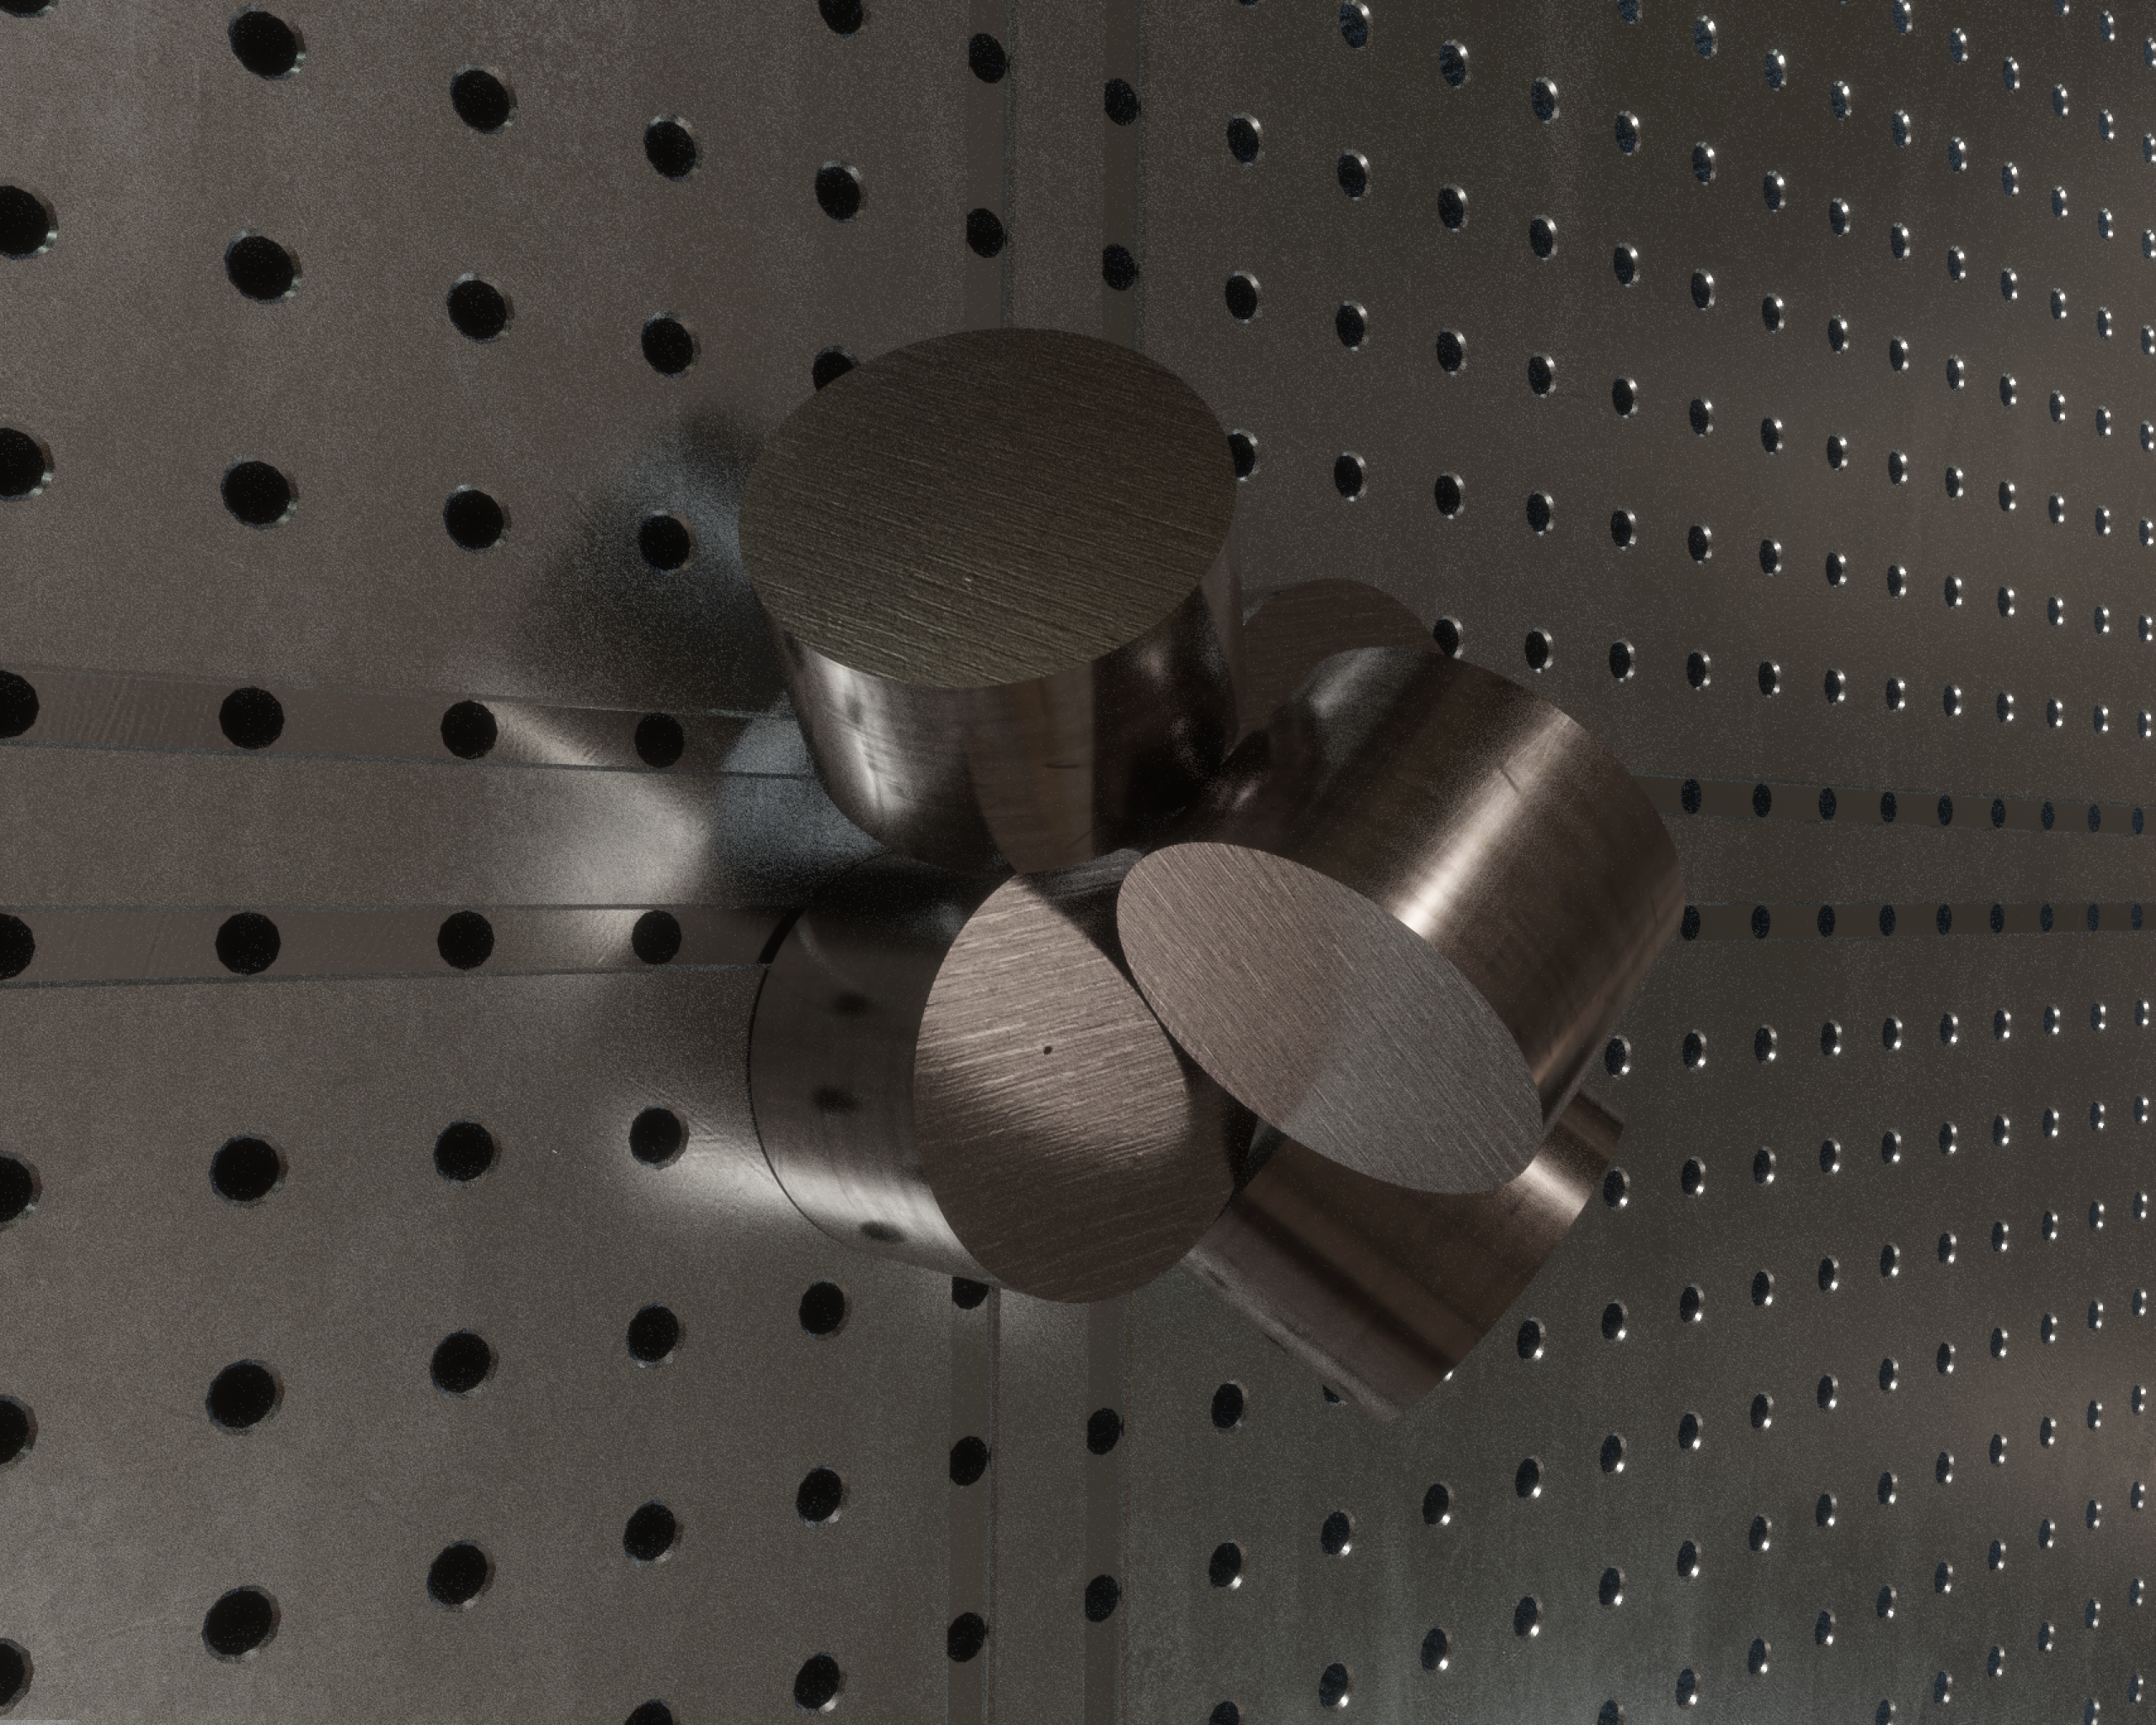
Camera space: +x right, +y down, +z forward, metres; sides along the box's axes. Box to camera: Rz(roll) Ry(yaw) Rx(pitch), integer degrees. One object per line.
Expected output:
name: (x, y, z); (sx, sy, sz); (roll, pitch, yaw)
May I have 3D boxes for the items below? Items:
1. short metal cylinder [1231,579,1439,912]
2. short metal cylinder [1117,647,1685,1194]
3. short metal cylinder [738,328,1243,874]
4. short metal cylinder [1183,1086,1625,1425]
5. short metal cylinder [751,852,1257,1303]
short metal cylinder: (0.036, -0.015, 0.424); (0.081, 0.050, 0.079); (0, 90, -40)
short metal cylinder: (0.054, 0.010, 0.354); (0.050, 0.080, 0.080); (-49, 120, -29)
short metal cylinder: (-0.012, -0.045, 0.355); (0.080, 0.080, 0.050); (-54, 156, -27)
short metal cylinder: (0.064, 0.065, 0.420); (0.050, 0.080, 0.080); (39, 61, 6)
short metal cylinder: (-0.012, 0.037, 0.384); (0.081, 0.050, 0.079); (0, 90, -40)
